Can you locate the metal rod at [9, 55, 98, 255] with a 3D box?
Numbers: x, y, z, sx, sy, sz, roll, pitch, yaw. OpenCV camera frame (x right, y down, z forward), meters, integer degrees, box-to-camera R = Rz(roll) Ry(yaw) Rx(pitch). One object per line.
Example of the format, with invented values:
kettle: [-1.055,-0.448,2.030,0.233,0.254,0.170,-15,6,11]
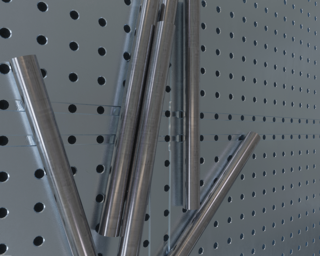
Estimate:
metal rod: [-0.097,0.075,0.326,0.025,0.025,0.298,-23,104,-38]

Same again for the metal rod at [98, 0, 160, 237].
metal rod: [-0.035,-0.023,0.378,0.025,0.025,0.299,15,80,-39]

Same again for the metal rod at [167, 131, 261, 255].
metal rod: [0.079,0.115,0.473,0.301,0.025,0.025,-49,119,-29]

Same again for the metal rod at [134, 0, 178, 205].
metal rod: [-0.005,-0.053,0.403,0.025,0.025,0.299,14,81,-39]

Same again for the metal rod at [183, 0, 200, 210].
metal rod: [0.045,-0.035,0.445,0.025,0.025,0.298,0,90,-40]

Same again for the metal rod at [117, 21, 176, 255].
metal rod: [-0.016,0.019,0.368,0.025,0.025,0.299,15,81,-39]
